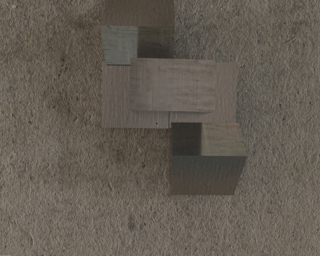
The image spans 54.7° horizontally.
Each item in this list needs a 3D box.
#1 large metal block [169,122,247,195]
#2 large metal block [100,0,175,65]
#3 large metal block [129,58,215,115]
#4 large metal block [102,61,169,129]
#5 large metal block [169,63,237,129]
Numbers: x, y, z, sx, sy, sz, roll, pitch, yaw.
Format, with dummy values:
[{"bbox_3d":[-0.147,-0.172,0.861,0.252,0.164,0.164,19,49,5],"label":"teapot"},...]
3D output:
[{"bbox_3d":[0.053,0.039,0.378,0.081,0.079,0.050,0,46,-1],"label":"large metal block"},{"bbox_3d":[-0.024,-0.121,0.377,0.081,0.050,0.080,1,46,0],"label":"large metal block"},{"bbox_3d":[0.012,-0.041,0.334,0.081,0.080,0.050,1,90,-1],"label":"large metal block"},{"bbox_3d":[-0.029,-0.040,0.397,0.081,0.050,0.079,1,90,-1],"label":"large metal block"},{"bbox_3d":[0.052,-0.039,0.398,0.081,0.050,0.079,1,90,-1],"label":"large metal block"}]
